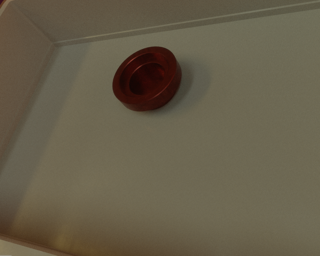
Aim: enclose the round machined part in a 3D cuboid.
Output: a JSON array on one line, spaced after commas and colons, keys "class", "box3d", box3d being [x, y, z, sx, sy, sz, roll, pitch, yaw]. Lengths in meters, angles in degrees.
[{"class": "round machined part", "box3d": [-0.015, -0.065, 0.441, 0.098, 0.042, 0.098, -13, 56, 20]}]
